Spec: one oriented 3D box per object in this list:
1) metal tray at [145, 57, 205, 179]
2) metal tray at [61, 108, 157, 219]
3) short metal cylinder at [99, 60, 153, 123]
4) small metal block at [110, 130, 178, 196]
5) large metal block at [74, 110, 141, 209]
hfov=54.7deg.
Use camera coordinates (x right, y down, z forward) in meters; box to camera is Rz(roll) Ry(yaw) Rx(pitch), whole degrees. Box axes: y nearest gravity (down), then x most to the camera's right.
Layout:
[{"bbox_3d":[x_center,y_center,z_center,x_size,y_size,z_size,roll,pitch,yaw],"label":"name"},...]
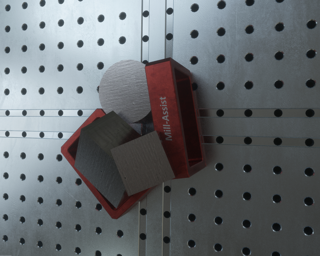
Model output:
[{"bbox_3d":[0.021,-0.010,0.370,0.030,0.090,0.129,-10,87,19],"label":"metal tray"},{"bbox_3d":[-0.067,0.048,0.431,0.090,0.030,0.130,-45,77,14],"label":"metal tray"},{"bbox_3d":[-0.033,-0.046,0.410,0.080,0.050,0.079,0,90,19],"label":"short metal cylinder"},{"bbox_3d":[-0.015,0.036,0.317,0.050,0.025,0.050,-23,83,7],"label":"small metal block"},{"bbox_3d":[-0.056,0.040,0.385,0.080,0.050,0.079,41,138,14],"label":"large metal block"}]
